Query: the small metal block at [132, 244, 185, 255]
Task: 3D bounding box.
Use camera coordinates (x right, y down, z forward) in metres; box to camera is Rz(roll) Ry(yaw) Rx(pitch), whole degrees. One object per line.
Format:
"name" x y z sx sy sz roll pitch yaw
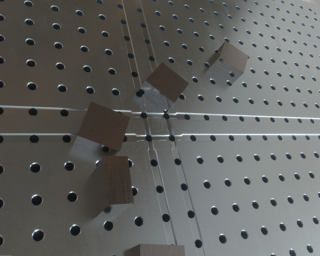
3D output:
"small metal block" -0.001 0.148 0.317 0.050 0.025 0.050 11 57 -22

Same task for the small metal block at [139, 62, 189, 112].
"small metal block" 0.006 -0.059 0.447 0.050 0.025 0.050 38 51 -3

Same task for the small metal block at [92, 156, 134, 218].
"small metal block" -0.051 0.062 0.326 0.025 0.050 0.050 3 60 -27

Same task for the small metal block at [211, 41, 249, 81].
"small metal block" 0.124 -0.118 0.546 0.050 0.025 0.050 31 52 -8

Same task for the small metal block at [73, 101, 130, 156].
"small metal block" -0.069 0.003 0.369 0.050 0.025 0.050 22 53 -15
